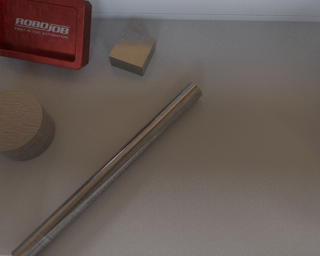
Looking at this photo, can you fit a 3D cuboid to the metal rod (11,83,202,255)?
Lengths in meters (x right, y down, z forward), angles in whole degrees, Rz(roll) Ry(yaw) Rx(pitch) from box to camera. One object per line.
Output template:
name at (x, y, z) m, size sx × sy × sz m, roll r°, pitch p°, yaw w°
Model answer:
metal rod at (-0.055, 0.048, 0.391) m, size 0.025 × 0.025 × 0.301 m, roll 42°, pitch 75°, yaw 13°

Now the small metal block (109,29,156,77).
small metal block at (-0.039, -0.109, 0.449) m, size 0.050 × 0.025 × 0.050 m, roll 20°, pitch 71°, yaw 7°

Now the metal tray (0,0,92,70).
metal tray at (-0.164, -0.137, 0.427) m, size 0.131 × 0.030 × 0.089 m, roll 11°, pitch 113°, yaw 3°

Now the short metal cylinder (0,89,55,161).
short metal cylinder at (-0.182, -0.002, 0.395) m, size 0.081 × 0.050 × 0.080 m, roll 0°, pitch 70°, yaw 0°
